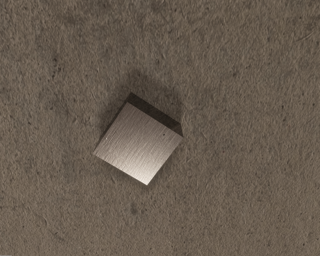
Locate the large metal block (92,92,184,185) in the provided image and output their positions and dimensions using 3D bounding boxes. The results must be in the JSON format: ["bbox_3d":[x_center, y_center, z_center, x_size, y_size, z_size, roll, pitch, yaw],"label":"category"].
[{"bbox_3d":[-0.027,0.013,0.401,0.080,0.050,0.080,33,107,-12],"label":"large metal block"}]
